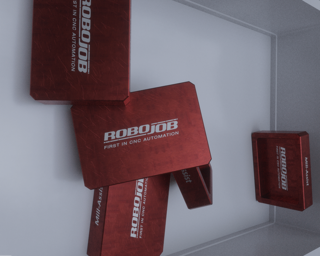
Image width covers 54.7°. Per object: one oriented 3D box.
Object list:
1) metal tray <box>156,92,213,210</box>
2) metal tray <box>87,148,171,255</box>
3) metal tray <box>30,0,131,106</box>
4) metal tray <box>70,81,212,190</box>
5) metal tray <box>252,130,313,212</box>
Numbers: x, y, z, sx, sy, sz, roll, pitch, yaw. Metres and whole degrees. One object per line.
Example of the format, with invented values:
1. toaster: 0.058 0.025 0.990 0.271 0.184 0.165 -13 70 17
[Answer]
1. metal tray: 0.033 0.026 0.399 0.090 0.030 0.129 -69 139 -65
2. metal tray: -0.034 0.090 0.375 0.091 0.030 0.129 10 84 -40
3. metal tray: -0.074 -0.089 0.304 0.091 0.030 0.129 1 86 -4
4. metal tray: -0.020 0.008 0.330 0.131 0.030 0.090 -11 84 -5
5. metal tray: 0.212 0.071 0.541 0.030 0.090 0.129 -9 96 -40
